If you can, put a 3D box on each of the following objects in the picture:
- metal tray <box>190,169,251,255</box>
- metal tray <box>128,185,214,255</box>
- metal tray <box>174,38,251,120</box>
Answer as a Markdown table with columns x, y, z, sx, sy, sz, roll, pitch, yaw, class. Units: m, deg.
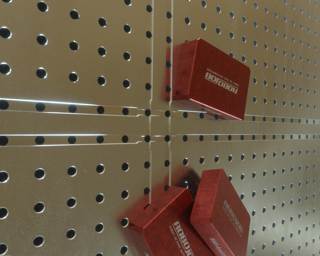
| x | y | z | sx | sy | sz | roll | pitch | yaw | class |
| --- | --- | --- | --- | --- | --- | --- | --- | --- | --- |
| 0.094 | 0.134 | 0.458 | 0.130 | 0.030 | 0.090 | 56 | 39 | -31 | metal tray |
| 0.022 | 0.157 | 0.424 | 0.091 | 0.030 | 0.130 | -36 | 112 | -34 | metal tray |
| 0.084 | -0.069 | 0.475 | 0.131 | 0.030 | 0.090 | 17 | 80 | -39 | metal tray |
